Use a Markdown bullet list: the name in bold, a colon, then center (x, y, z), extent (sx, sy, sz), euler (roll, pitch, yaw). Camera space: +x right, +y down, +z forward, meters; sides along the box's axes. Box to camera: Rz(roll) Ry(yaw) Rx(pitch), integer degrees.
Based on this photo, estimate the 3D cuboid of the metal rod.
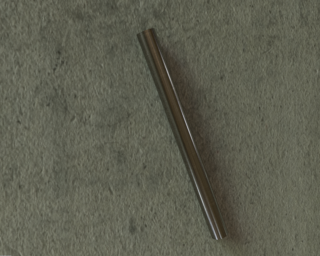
- **metal rod**: center (0.033, 0.014, 0.422), extent (0.025, 0.025, 0.298), euler (-23, 98, -19)
